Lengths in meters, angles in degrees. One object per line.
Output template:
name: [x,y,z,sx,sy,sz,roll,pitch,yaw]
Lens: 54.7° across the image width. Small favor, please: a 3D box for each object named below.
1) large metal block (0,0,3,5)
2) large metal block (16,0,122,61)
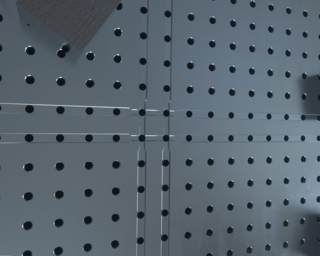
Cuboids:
large metal block: [-0.215,-0.178,0.320,0.081,0.050,0.079,-6,92,-20]
large metal block: [-0.104,-0.139,0.361,0.080,0.050,0.080,36,78,-17]
